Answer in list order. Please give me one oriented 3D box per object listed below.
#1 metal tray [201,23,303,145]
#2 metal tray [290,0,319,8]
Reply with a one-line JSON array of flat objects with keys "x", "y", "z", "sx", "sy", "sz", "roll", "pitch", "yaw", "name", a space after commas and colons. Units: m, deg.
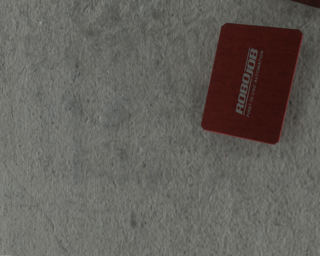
[{"x": 0.107, "y": -0.052, "z": 0.368, "sx": 0.090, "sy": 0.030, "sz": 0.129, "roll": 12, "pitch": 94, "yaw": 19, "name": "metal tray"}, {"x": 0.177, "y": -0.209, "z": 0.344, "sx": 0.090, "sy": 0.030, "sz": 0.129, "roll": 25, "pitch": 98, "yaw": 18, "name": "metal tray"}]
